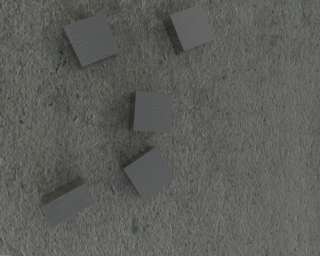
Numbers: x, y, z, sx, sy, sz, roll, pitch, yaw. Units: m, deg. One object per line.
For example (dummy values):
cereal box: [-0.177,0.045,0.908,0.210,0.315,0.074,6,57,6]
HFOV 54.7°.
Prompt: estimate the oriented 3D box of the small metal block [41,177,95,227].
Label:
small metal block: [-0.107,0.083,0.356,0.050,0.050,0.025,-28,100,-18]

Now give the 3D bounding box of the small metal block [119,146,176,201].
small metal block: [-0.016,0.058,0.403,0.050,0.025,0.050,-34,101,-17]

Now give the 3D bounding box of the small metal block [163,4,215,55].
small metal block: [0.039,-0.134,0.423,0.050,0.025,0.050,-26,99,-18]

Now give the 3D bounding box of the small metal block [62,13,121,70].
small metal block: [-0.084,-0.105,0.378,0.050,0.025,0.050,-27,99,-18]

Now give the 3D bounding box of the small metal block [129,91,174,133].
small metal block: [-0.012,-0.020,0.404,0.050,0.025,0.050,4,89,-20]
